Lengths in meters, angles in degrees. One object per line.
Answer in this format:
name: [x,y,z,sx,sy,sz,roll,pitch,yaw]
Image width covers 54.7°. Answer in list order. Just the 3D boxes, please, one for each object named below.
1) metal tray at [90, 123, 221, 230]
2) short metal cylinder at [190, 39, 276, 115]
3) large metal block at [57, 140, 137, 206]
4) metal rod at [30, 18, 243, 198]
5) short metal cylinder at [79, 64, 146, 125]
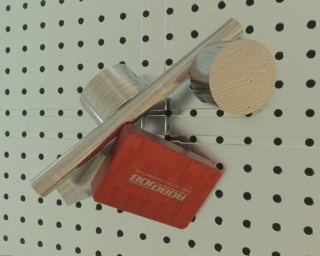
metal tray: [-0.003,0.061,0.368,0.131,0.030,0.090,26,101,-25]
short metal cylinder: [0.081,-0.058,0.349,0.081,0.050,0.079,-4,104,-17]
large metal block: [-0.085,0.051,0.412,0.080,0.080,0.050,-41,77,15]
metal rod: [-0.021,-0.028,0.362,0.301,0.025,0.025,-40,77,-7]
short metal cylinder: [-0.055,-0.036,0.402,0.080,0.080,0.050,-45,76,14]
